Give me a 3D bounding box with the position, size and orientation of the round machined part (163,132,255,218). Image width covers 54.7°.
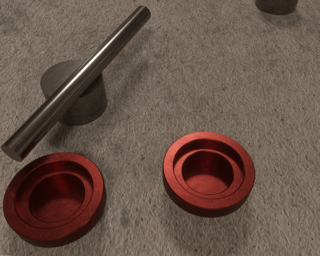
[{"bbox_3d":[0.052,0.055,0.347,0.099,0.042,0.098,0,50,0],"label":"round machined part"}]

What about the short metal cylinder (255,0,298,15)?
[{"bbox_3d":[0.236,-0.268,0.616,0.081,0.050,0.080,0,50,0],"label":"short metal cylinder"}]

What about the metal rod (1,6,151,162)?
[{"bbox_3d":[-0.088,-0.078,0.402,0.025,0.025,0.301,20,52,15],"label":"metal rod"}]

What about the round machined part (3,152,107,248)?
[{"bbox_3d":[-0.106,0.077,0.326,0.099,0.042,0.098,0,50,0],"label":"round machined part"}]

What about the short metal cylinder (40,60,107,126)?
[{"bbox_3d":[-0.116,-0.050,0.427,0.081,0.050,0.080,0,50,0],"label":"short metal cylinder"}]
